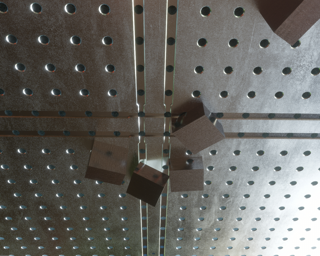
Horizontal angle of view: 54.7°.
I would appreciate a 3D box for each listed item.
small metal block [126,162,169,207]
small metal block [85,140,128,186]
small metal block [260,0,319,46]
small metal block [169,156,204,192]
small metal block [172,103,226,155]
[{"bbox_3d":[-0.019,0.087,0.474,0.050,0.025,0.050,26,129,6],"label":"small metal block"},{"bbox_3d":[-0.074,0.049,0.436,0.050,0.050,0.025,16,128,-13],"label":"small metal block"},{"bbox_3d":[0.130,-0.116,0.299,0.025,0.050,0.050,27,125,-21],"label":"small metal block"},{"bbox_3d":[0.040,0.071,0.473,0.050,0.025,0.050,-4,130,2],"label":"small metal block"},{"bbox_3d":[0.051,0.002,0.414,0.050,0.025,0.050,-31,124,23],"label":"small metal block"}]
